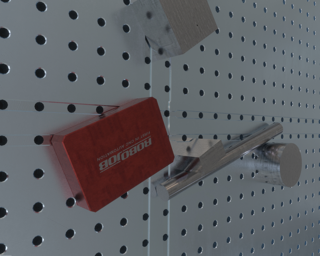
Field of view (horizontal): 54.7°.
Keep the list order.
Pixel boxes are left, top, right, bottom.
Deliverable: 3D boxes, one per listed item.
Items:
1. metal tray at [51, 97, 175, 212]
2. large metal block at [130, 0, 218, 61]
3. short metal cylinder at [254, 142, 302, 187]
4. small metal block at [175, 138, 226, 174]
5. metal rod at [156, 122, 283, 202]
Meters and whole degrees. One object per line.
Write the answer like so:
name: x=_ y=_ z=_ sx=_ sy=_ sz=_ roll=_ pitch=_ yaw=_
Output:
metal tray: x=-0.048 y=0.026 z=0.366 sx=0.131 sy=0.030 sz=0.090 roll=-28 pitch=108 yaw=-36
large metal block: x=0.021 y=-0.147 z=0.410 sx=0.080 sy=0.050 sz=0.080 roll=-42 pitch=116 yaw=-32
short metal cylinder: x=0.221 y=0.067 z=0.578 sx=0.081 sy=0.050 sz=0.080 roll=0 pitch=90 yaw=-40
small metal block: x=0.056 y=0.038 z=0.440 sx=0.050 sy=0.050 sz=0.025 roll=-33 pitch=111 yaw=-35
metal rod: x=0.115 y=0.043 z=0.504 sx=0.302 sy=0.025 sz=0.025 roll=-21 pitch=104 yaw=-38
